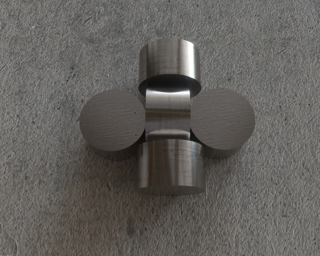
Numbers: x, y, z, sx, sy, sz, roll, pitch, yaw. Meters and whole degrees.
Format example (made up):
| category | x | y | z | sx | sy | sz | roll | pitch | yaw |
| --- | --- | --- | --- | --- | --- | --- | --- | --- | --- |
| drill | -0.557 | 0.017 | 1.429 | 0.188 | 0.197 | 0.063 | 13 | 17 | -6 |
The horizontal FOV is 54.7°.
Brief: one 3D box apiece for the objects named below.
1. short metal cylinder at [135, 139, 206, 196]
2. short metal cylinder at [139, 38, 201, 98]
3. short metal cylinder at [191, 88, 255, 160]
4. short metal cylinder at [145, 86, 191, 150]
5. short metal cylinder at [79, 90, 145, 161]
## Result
| category | x | y | z | sx | sy | sz | roll | pitch | yaw |
| --- | --- | --- | --- | --- | --- | --- | --- | --- | --- |
| short metal cylinder | 0.012 | 0.049 | 0.363 | 0.081 | 0.080 | 0.050 | 0 | 70 | 0 |
| short metal cylinder | 0.013 | -0.073 | 0.407 | 0.081 | 0.080 | 0.050 | 0 | 70 | 0 |
| short metal cylinder | 0.075 | -0.004 | 0.397 | 0.080 | 0.050 | 0.080 | 0 | 70 | 0 |
| short metal cylinder | 0.009 | -0.012 | 0.385 | 0.050 | 0.080 | 0.080 | 0 | 70 | 0 |
| short metal cylinder | -0.057 | -0.002 | 0.396 | 0.081 | 0.050 | 0.080 | 0 | 70 | -1 |
